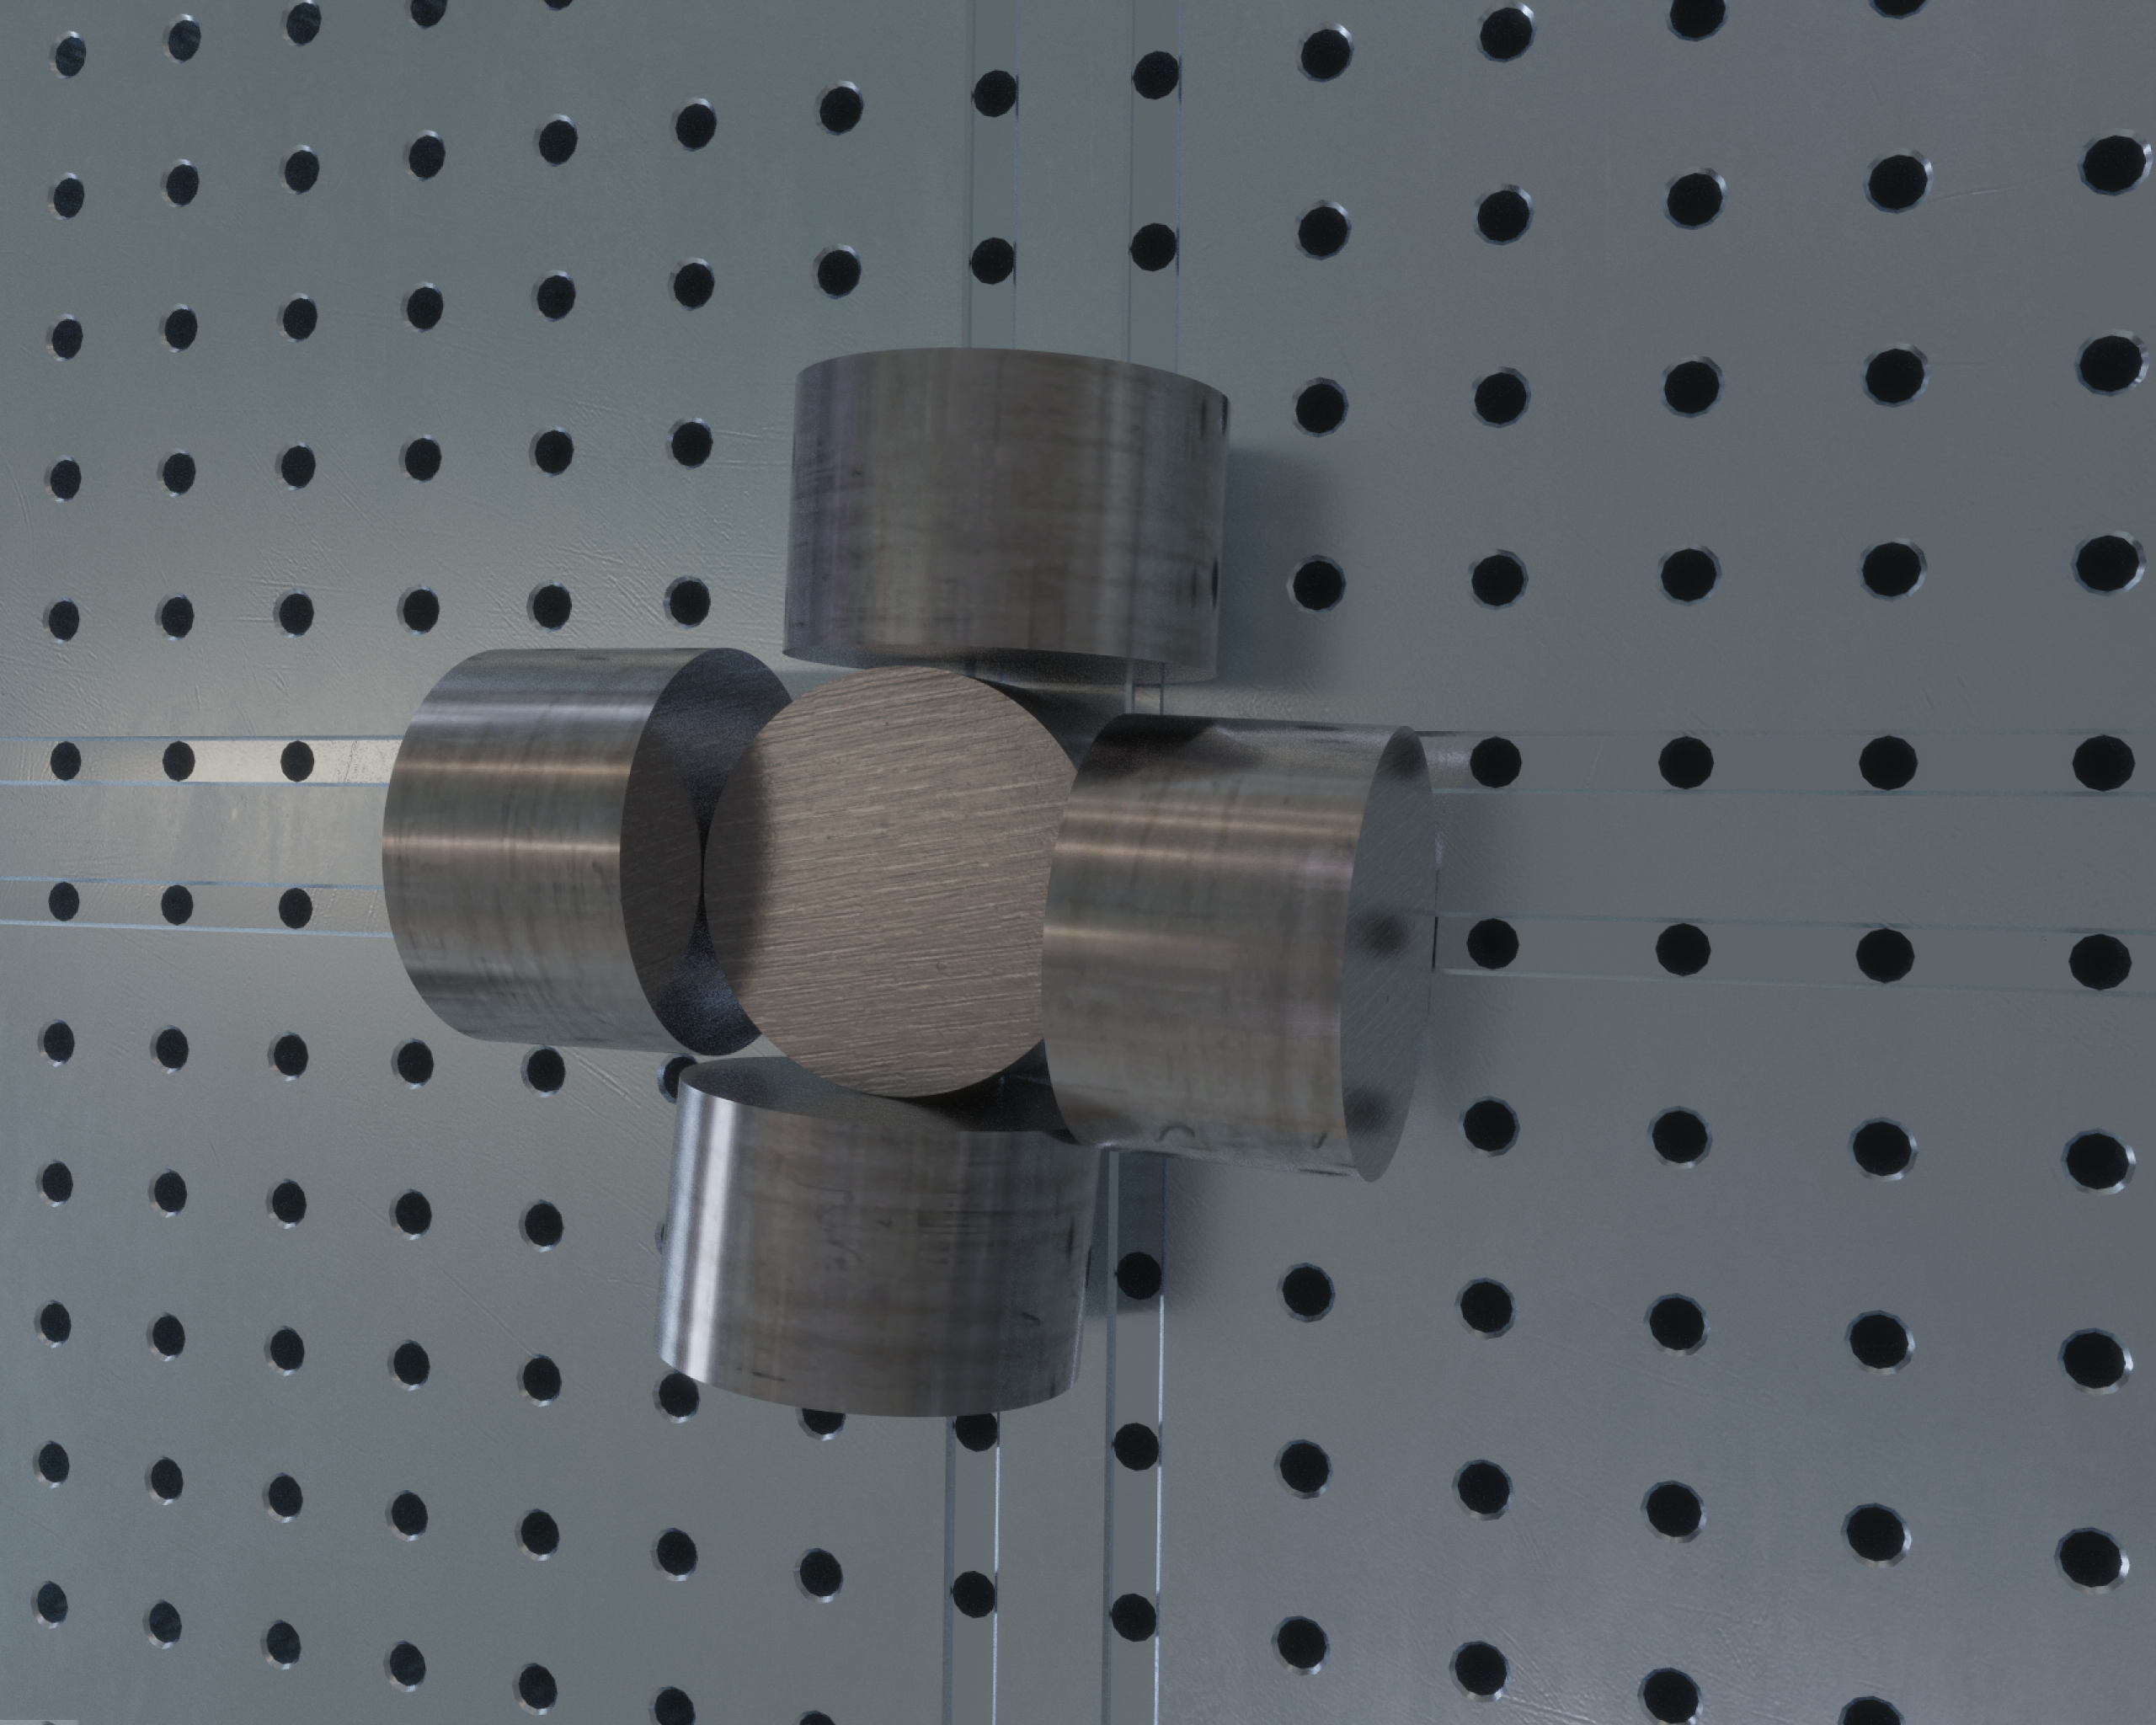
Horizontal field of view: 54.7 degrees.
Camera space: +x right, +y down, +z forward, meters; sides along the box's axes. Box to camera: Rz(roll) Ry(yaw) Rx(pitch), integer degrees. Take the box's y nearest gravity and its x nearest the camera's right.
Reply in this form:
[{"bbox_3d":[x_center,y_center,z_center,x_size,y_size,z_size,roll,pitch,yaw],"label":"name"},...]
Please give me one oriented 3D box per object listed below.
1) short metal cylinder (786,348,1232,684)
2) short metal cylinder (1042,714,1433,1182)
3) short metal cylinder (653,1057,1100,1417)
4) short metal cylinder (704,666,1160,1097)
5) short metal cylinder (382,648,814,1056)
[{"bbox_3d":[-0.013,-0.061,0.387,0.080,0.080,0.050,3,91,20],"label":"short metal cylinder"},{"bbox_3d":[0.031,0.014,0.372,0.050,0.080,0.079,4,92,19],"label":"short metal cylinder"},{"bbox_3d":[-0.037,0.068,0.395,0.080,0.080,0.050,7,92,20],"label":"short metal cylinder"},{"bbox_3d":[-0.025,0.003,0.409,0.080,0.050,0.080,0,90,18],"label":"short metal cylinder"},{"bbox_3d":[-0.092,-0.003,0.416,0.050,0.080,0.079,2,91,19],"label":"short metal cylinder"}]
